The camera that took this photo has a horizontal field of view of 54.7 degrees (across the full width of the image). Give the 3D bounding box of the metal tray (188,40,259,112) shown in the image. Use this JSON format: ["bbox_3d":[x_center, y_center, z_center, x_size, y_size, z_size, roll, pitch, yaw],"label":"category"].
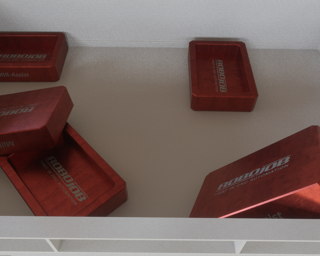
[{"bbox_3d":[0.091,-0.083,0.472,0.091,0.030,0.130,1,50,0],"label":"metal tray"}]

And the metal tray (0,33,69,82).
[{"bbox_3d":[-0.222,-0.115,0.494,0.131,0.030,0.090,0,50,-1],"label":"metal tray"}]

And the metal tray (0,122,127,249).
[{"bbox_3d":[-0.111,0.057,0.352,0.091,0.030,0.130,-35,59,-26],"label":"metal tray"}]

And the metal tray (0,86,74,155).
[{"bbox_3d":[-0.182,-0.008,0.378,0.131,0.030,0.090,-7,37,8],"label":"metal tray"}]

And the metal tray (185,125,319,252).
[{"bbox_3d":[0.091,0.056,0.284,0.030,0.130,0.090,51,34,-9],"label":"metal tray"}]
